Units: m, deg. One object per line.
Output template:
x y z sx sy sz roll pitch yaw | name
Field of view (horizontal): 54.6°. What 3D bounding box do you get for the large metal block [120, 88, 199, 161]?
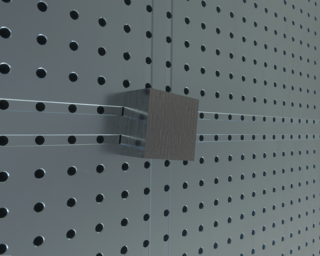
0.000 -0.002 0.392 0.081 0.050 0.080 8 85 -40 | large metal block
